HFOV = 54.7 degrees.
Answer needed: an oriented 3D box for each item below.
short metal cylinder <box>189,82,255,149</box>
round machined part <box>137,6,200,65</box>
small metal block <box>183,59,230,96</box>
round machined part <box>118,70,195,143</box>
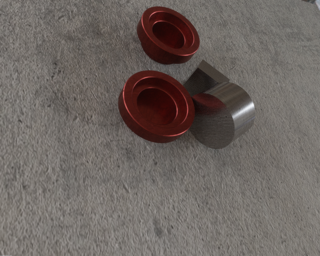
[{"bbox_3d":[0.082,-0.018,0.425,0.050,0.080,0.080,-29,78,-38],"label":"short metal cylinder"},{"bbox_3d":[0.009,-0.139,0.484,0.099,0.042,0.098,14,56,-21],"label":"round machined part"},{"bbox_3d":[0.067,-0.065,0.465,0.050,0.050,0.025,36,46,-5],"label":"small metal block"},{"bbox_3d":[-0.008,-0.024,0.404,0.099,0.042,0.098,13,57,-20],"label":"round machined part"}]
